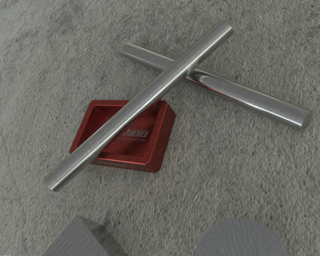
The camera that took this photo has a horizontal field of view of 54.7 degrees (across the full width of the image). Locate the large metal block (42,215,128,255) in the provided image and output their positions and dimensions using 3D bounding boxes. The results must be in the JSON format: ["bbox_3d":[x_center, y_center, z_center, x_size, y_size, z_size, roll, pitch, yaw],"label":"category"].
[{"bbox_3d":[-0.081,0.156,0.333,0.080,0.050,0.080,35,81,38],"label":"large metal block"}]

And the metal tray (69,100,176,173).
[{"bbox_3d":[-0.052,0.007,0.421,0.130,0.030,0.090,3,63,29],"label":"metal tray"}]

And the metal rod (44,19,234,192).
[{"bbox_3d":[-0.026,-0.029,0.394,0.300,0.025,0.025,-42,51,-2],"label":"metal rod"}]

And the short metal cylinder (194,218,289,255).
[{"bbox_3d":[0.075,0.125,0.271,0.080,0.050,0.080,-13,56,20],"label":"short metal cylinder"}]

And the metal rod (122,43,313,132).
[{"bbox_3d":[0.051,-0.067,0.416,0.300,0.025,0.025,30,78,37],"label":"metal rod"}]
